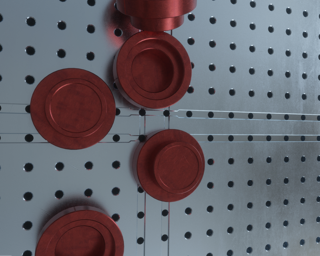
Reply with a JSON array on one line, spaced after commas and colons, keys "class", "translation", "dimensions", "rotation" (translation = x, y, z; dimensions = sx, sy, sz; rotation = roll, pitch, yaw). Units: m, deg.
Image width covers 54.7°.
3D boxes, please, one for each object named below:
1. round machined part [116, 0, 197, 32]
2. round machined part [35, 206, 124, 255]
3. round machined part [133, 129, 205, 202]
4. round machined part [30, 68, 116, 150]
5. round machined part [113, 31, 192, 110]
[{"class": "round machined part", "translation": [-0.004, -0.152, 0.383], "dimensions": [0.099, 0.098, 0.042], "rotation": [-18, 132, -20]}, {"class": "round machined part", "translation": [-0.096, 0.141, 0.369], "dimensions": [0.099, 0.042, 0.097], "rotation": [0, 90, -21]}, {"class": "round machined part", "translation": [0.017, 0.050, 0.411], "dimensions": [0.099, 0.042, 0.097], "rotation": [0, 90, -21]}, {"class": "round machined part", "translation": [-0.101, -0.023, 0.367], "dimensions": [0.099, 0.042, 0.097], "rotation": [0, 90, -21]}, {"class": "round machined part", "translation": [-0.012, -0.072, 0.400], "dimensions": [0.099, 0.042, 0.097], "rotation": [0, 90, -21]}]
